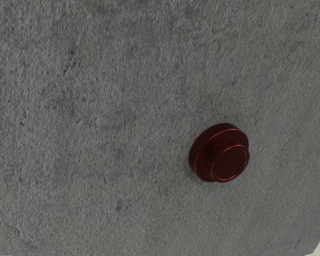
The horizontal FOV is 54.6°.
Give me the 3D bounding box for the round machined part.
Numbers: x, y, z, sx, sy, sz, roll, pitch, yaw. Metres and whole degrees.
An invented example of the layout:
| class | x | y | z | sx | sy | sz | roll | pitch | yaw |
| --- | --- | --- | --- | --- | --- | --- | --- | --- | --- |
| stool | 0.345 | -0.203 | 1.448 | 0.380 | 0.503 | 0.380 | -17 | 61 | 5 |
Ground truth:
| class | x | y | z | sx | sy | sz | roll | pitch | yaw |
| --- | --- | --- | --- | --- | --- | --- | --- | --- | --- |
| round machined part | 0.097 | 0.045 | 0.475 | 0.099 | 0.042 | 0.097 | -14 | 124 | -21 |
